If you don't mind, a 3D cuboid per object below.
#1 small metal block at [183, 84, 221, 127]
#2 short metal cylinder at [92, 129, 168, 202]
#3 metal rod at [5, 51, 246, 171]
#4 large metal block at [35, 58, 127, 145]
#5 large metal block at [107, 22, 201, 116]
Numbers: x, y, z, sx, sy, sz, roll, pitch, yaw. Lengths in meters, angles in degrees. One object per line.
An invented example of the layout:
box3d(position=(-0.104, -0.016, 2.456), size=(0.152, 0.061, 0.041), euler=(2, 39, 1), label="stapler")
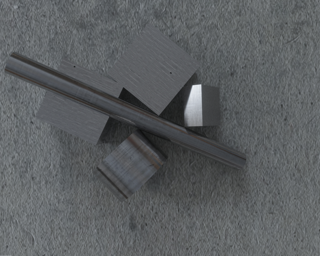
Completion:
box3d(position=(0.054, -0.028, 0.397), size=(0.025, 0.050, 0.050), euler=(-2, 90, 36), label="small metal block")
box3d(position=(-0.036, 0.045, 0.383), size=(0.080, 0.080, 0.050), euler=(-44, 90, 0), label="short metal cylinder")
box3d(position=(-0.026, -0.012, 0.370), size=(0.302, 0.025, 0.025), euler=(23, 90, -17), label="metal rod")
box3d(position=(-0.097, -0.032, 0.398), size=(0.080, 0.050, 0.080), euler=(25, 90, 0), label="large metal block")
box3d(position=(-0.007, -0.071, 0.396), size=(0.080, 0.050, 0.080), euler=(39, 90, 0), label="large metal block")
